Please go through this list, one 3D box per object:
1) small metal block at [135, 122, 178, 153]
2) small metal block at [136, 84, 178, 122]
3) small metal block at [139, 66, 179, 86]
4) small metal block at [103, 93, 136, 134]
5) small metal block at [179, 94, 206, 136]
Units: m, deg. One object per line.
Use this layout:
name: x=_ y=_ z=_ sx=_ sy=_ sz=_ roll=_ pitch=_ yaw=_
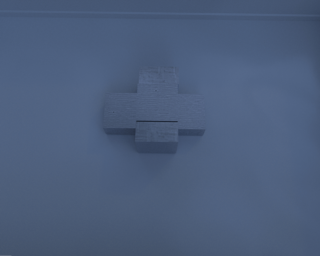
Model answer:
small metal block: x=-0.004 y=0.013 z=0.388 sx=0.050 sy=0.050 sz=0.025 roll=1 pitch=70 yaw=0
small metal block: x=-0.003 y=-0.028 z=0.390 sx=0.050 sy=0.025 sz=0.050 roll=1 pitch=70 yaw=0
small metal block: x=-0.001 y=-0.059 z=0.415 sx=0.050 sy=0.050 sz=0.025 roll=1 pitch=70 yaw=0
small metal block: x=-0.047 y=-0.019 z=0.414 sx=0.050 sy=0.025 sz=0.050 roll=1 pitch=70 yaw=0
small metal block: x=0.033 y=-0.018 z=0.414 sx=0.050 sy=0.025 sz=0.050 roll=1 pitch=70 yaw=0
